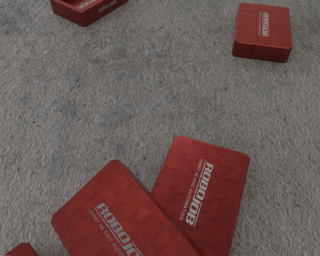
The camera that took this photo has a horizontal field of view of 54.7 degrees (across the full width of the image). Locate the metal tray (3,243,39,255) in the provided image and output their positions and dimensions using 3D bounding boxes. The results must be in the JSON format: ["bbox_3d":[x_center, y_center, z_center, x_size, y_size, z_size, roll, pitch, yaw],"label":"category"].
[{"bbox_3d":[-0.144,0.173,0.254,0.131,0.030,0.090,-35,59,-26],"label":"metal tray"}]

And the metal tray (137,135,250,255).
[{"bbox_3d":[0.040,0.075,0.337,0.090,0.030,0.130,16,52,13],"label":"metal tray"}]

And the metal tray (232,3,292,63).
[{"bbox_3d":[0.179,-0.171,0.544,0.090,0.030,0.130,10,51,8],"label":"metal tray"}]

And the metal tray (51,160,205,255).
[{"bbox_3d":[-0.033,0.104,0.291,0.090,0.030,0.130,-44,60,-5],"label":"metal tray"}]

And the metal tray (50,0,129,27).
[{"bbox_3d":[-0.137,-0.255,0.612,0.090,0.030,0.131,30,56,23],"label":"metal tray"}]
